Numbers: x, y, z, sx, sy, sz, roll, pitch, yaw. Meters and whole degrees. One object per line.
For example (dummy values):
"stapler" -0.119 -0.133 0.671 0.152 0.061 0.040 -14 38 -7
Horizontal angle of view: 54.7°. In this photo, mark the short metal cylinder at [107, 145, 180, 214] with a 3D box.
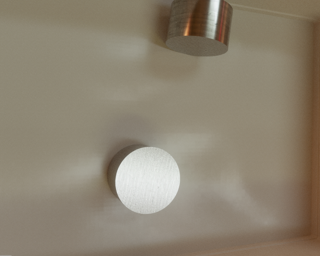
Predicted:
"short metal cylinder" -0.022 0.062 0.390 0.081 0.050 0.079 0 90 -21

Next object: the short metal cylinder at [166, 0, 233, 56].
"short metal cylinder" 0.051 -0.129 0.401 0.081 0.080 0.050 9 87 -20
